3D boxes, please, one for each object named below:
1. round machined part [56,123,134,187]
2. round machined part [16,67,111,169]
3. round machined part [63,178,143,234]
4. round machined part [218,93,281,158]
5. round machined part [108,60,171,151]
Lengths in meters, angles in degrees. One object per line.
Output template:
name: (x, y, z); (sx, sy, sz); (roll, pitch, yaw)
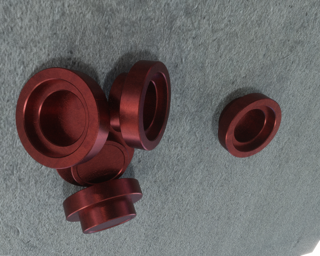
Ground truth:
round machined part: (-0.076, 0.033, 0.374); (0.099, 0.042, 0.097); (-14, 124, -21)
round machined part: (-0.093, -0.010, 0.315); (0.098, 0.098, 0.042); (-59, 164, 14)
round machined part: (-0.068, 0.102, 0.392); (0.099, 0.042, 0.098); (-18, 159, -7)
round machined part: (0.127, -0.008, 0.460); (0.099, 0.042, 0.097); (-14, 124, -21)
round machined part: (-0.023, -0.026, 0.344); (0.098, 0.042, 0.097); (8, 91, -72)
